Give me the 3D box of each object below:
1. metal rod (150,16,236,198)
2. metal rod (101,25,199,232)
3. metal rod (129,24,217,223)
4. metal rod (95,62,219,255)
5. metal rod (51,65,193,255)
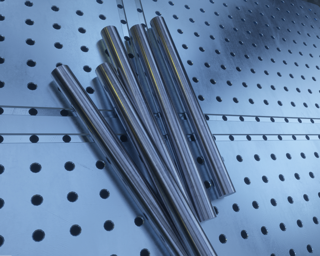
[{"bbox_3d":[0.041,-0.044,0.456,0.025,0.025,0.299,-6,65,-31],"label":"metal rod"},{"bbox_3d":[-0.019,-0.011,0.404,0.025,0.025,0.299,-10,67,-33],"label":"metal rod"},{"bbox_3d":[0.010,-0.021,0.425,0.025,0.025,0.299,-6,65,-31],"label":"metal rod"},{"bbox_3d":[-0.006,0.041,0.359,0.025,0.025,0.299,-14,63,-34],"label":"metal rod"},{"bbox_3d":[-0.037,0.050,0.357,0.025,0.025,0.299,-28,77,-37],"label":"metal rod"}]
